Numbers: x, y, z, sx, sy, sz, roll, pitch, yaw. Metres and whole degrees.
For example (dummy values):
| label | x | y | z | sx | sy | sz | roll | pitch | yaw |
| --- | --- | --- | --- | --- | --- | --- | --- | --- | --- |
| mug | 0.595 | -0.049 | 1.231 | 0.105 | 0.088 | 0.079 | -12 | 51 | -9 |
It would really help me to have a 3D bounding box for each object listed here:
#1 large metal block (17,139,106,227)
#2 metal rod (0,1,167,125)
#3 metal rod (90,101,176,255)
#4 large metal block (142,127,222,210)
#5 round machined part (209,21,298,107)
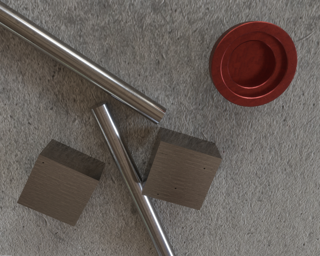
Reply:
| label | x | y | z | sx | sy | sz | roll | pitch | yaw |
| --- | --- | --- | --- | --- | --- | --- | --- | --- | --- |
| large metal block | -0.132 | 0.074 | 0.422 | 0.080 | 0.050 | 0.080 | 27 | 108 | -10 |
| metal rod | -0.123 | -0.094 | 0.373 | 0.301 | 0.025 | 0.025 | 32 | 107 | -12 |
| metal rod | -0.027 | 0.102 | 0.446 | 0.025 | 0.025 | 0.298 | -19 | 109 | 6 |
| large metal block | 0.027 | 0.054 | 0.417 | 0.080 | 0.050 | 0.079 | 17 | 109 | -7 |
| round machined part | 0.108 | -0.078 | 0.374 | 0.099 | 0.042 | 0.097 | 0 | 110 | -1 |
